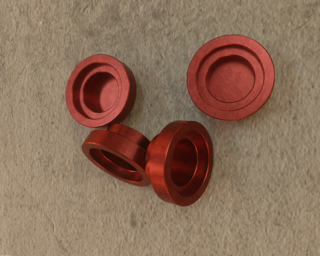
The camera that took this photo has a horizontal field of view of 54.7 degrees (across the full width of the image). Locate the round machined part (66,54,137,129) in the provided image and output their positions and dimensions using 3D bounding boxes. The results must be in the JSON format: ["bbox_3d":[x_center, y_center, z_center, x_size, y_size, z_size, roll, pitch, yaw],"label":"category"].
[{"bbox_3d":[-0.075,-0.047,0.422,0.098,0.042,0.097,-2,83,22],"label":"round machined part"}]

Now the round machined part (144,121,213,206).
[{"bbox_3d":[0.020,0.039,0.366,0.042,0.099,0.097,4,92,40],"label":"round machined part"}]

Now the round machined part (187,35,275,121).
[{"bbox_3d":[0.085,-0.057,0.370,0.098,0.042,0.097,0,90,19],"label":"round machined part"}]

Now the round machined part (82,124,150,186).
[{"bbox_3d":[-0.046,0.031,0.396,0.098,0.098,0.042,19,61,18],"label":"round machined part"}]
